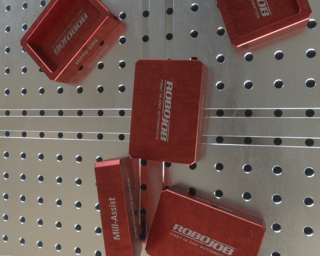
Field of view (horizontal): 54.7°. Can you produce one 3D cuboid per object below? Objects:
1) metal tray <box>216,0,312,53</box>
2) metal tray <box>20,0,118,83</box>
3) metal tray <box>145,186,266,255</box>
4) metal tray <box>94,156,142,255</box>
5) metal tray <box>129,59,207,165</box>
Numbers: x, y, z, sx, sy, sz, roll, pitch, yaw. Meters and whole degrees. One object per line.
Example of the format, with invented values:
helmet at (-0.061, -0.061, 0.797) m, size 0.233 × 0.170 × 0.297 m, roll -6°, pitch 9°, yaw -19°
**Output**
metal tray at (0.112, -0.168, 0.370) m, size 0.090 × 0.030 × 0.129 m, roll -19°, pitch 84°, yaw 18°
metal tray at (-0.135, -0.142, 0.455) m, size 0.130 × 0.030 × 0.090 m, roll -45°, pitch 76°, yaw 14°
metal tray at (0.055, 0.138, 0.390) m, size 0.130 × 0.030 × 0.089 m, roll 18°, pitch 96°, yaw 18°
metal tray at (-0.050, 0.103, 0.391) m, size 0.030 × 0.090 × 0.129 m, roll -8°, pitch 87°, yaw 2°
metal tray at (0.010, -0.022, 0.406) m, size 0.090 × 0.030 × 0.129 m, roll 5°, pitch 92°, yaw 19°
